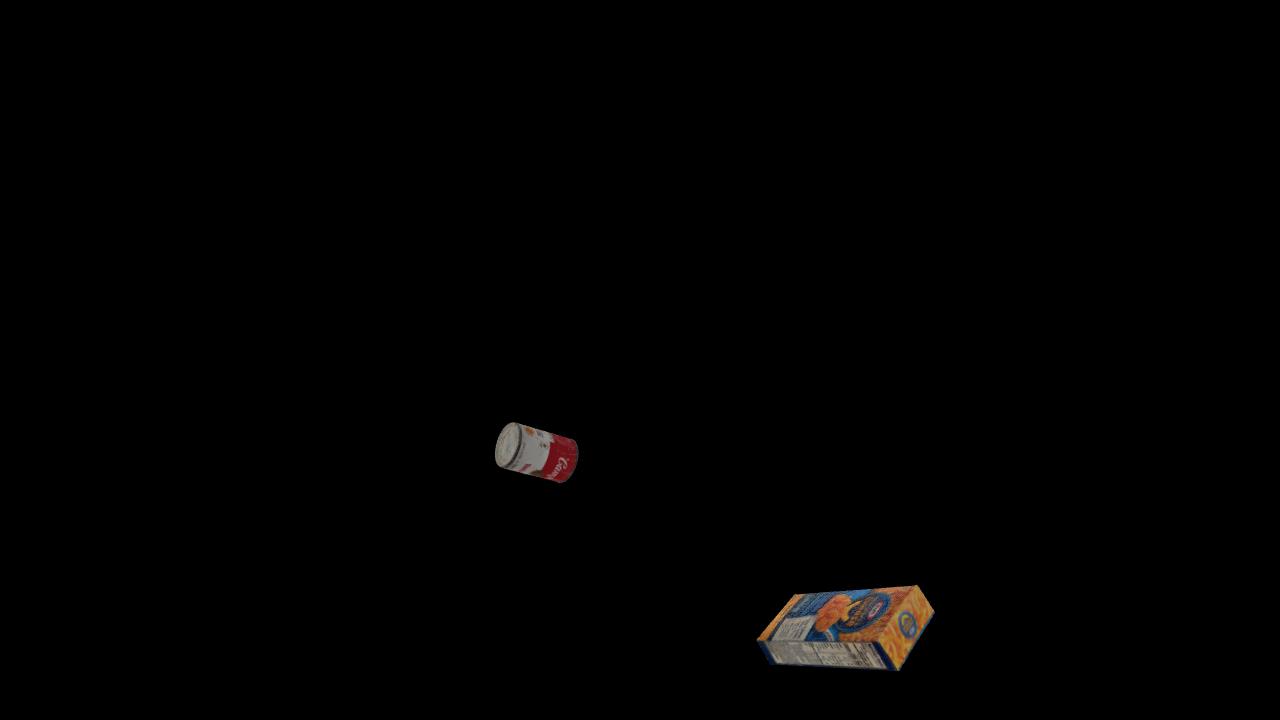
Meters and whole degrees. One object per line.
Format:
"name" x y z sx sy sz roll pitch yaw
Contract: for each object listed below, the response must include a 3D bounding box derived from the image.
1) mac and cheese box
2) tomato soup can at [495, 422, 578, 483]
"mac and cheese box" 0.222 0.298 0.686 0.093 0.041 0.184 -28 -5 -38
"tomato soup can" -0.149 0.133 0.888 0.101 0.068 0.068 24 -14 -35
